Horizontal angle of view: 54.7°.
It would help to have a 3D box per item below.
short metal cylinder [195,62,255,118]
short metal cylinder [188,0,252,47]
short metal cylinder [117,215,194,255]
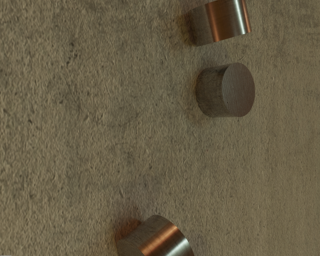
[{"bbox_3d":[0.100,-0.056,0.472,0.081,0.050,0.080,0,90,-40],"label":"short metal cylinder"},{"bbox_3d":[0.085,-0.151,0.439,0.081,0.080,0.050,-26,107,-37],"label":"short metal cylinder"},{"bbox_3d":[-0.006,0.151,0.364,0.050,0.080,0.080,-29,108,-36],"label":"short metal cylinder"}]
